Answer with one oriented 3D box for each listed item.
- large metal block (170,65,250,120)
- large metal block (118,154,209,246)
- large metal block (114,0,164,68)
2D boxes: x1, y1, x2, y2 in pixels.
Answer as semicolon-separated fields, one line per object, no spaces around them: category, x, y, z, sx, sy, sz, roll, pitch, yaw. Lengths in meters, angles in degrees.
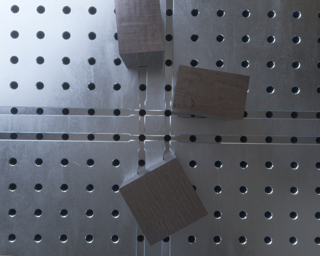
large metal block;0.057;-0.040;0.387;0.081;0.080;0.050;9;90;-1
large metal block;0.004;0.089;0.401;0.080;0.050;0.080;-29;90;0
large metal block;-0.024;-0.124;0.386;0.050;0.080;0.079;-5;90;0
